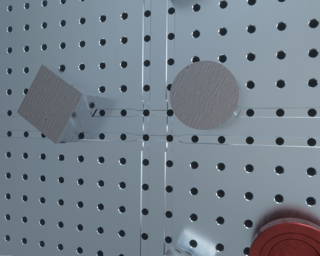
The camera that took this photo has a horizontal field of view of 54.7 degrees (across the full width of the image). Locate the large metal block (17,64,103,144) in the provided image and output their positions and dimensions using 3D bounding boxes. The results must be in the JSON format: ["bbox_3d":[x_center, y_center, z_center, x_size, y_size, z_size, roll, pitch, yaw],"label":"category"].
[{"bbox_3d":[-0.145,-0.034,0.450,0.080,0.050,0.080,35,101,16],"label":"large metal block"}]

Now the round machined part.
[{"bbox_3d":[0.152,0.150,0.350,0.098,0.042,0.097,0,90,20],"label":"round machined part"}]

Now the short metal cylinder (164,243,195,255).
[{"bbox_3d":[0.019,0.190,0.376,0.050,0.080,0.080,26,99,18],"label":"short metal cylinder"}]

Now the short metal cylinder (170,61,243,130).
[{"bbox_3d":[0.058,-0.038,0.379,0.080,0.050,0.079,0,90,20],"label":"short metal cylinder"}]
